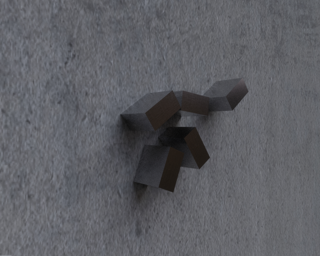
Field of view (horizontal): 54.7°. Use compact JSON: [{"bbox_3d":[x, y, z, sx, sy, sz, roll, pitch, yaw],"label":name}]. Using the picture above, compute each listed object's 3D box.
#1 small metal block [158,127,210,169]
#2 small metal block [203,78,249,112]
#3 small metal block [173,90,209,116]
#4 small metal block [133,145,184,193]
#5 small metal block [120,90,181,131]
[{"bbox_3d":[0.032,0.026,0.418,0.025,0.050,0.050,-42,116,-32],"label":"small metal block"},{"bbox_3d":[0.098,-0.050,0.473,0.050,0.050,0.025,-45,118,-31],"label":"small metal block"},{"bbox_3d":[0.030,-0.031,0.415,0.050,0.050,0.025,8,85,-40],"label":"small metal block"},{"bbox_3d":[-0.002,0.050,0.389,0.025,0.050,0.050,27,73,-37],"label":"small metal block"},{"bbox_3d":[-0.011,-0.021,0.381,0.050,0.050,0.025,-42,116,-32],"label":"small metal block"}]
